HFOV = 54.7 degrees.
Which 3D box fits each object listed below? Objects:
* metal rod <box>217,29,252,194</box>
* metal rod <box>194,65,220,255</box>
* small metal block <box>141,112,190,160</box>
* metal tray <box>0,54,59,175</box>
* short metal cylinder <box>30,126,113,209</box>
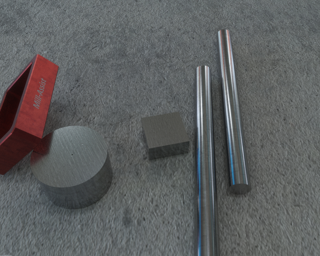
[{"bbox_3d":[0.100,-0.046,0.442,0.025,0.025,0.300,3,50,2],"label":"metal rod"},{"bbox_3d":[0.055,0.028,0.379,0.025,0.025,0.300,3,50,3],"label":"metal rod"},{"bbox_3d":[0.006,0.009,0.395,0.050,0.025,0.050,-10,51,-9],"label":"small metal block"},{"bbox_3d":[-0.170,-0.019,0.379,0.090,0.030,0.130,-34,42,30],"label":"metal tray"},{"bbox_3d":[-0.097,0.044,0.349,0.081,0.050,0.080,0,50,0],"label":"short metal cylinder"}]
